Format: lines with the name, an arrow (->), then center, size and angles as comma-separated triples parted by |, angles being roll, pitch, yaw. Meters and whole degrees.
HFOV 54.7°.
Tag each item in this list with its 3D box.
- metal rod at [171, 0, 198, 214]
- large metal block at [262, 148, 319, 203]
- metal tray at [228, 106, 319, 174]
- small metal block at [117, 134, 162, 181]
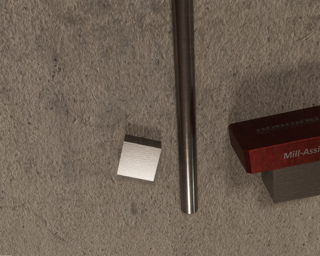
metal rod -> 0.034, -0.021, 0.402 | 0.025, 0.025, 0.298 | -4, 110, 1
large metal block -> 0.181, 0.046, 0.410 | 0.080, 0.050, 0.080 | -12, 119, 4
metal tray -> 0.159, 0.011, 0.381 | 0.131, 0.090, 0.030 | -12, 110, 4
small metal block -> -0.028, 0.041, 0.424 | 0.050, 0.025, 0.050 | 12, 110, -5
